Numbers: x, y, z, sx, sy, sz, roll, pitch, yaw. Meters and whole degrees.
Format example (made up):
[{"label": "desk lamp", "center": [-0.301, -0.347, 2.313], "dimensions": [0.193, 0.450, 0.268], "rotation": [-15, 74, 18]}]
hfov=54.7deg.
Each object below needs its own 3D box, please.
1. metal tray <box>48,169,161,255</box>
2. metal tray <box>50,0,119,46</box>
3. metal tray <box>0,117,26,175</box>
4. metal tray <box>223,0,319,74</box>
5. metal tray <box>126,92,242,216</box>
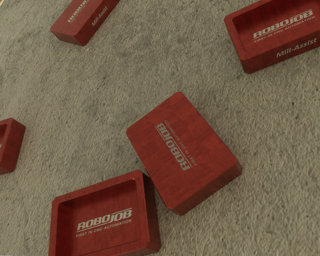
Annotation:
[{"label": "metal tray", "center": [-0.068, 0.112, 0.367], "dimensions": [0.130, 0.030, 0.090], "rotation": [-20, 54, 16]}, {"label": "metal tray", "center": [-0.149, -0.228, 0.619], "dimensions": [0.090, 0.030, 0.130], "rotation": [23, 74, 36]}, {"label": "metal tray", "center": [-0.300, 0.040, 0.533], "dimensions": [0.130, 0.030, 0.090], "rotation": [-14, 56, 20]}, {"label": "metal tray", "center": [0.158, -0.133, 0.399], "dimensions": [0.130, 0.030, 0.090], "rotation": [-21, 54, 15]}, {"label": "metal tray", "center": [0.023, 0.026, 0.373], "dimensions": [0.090, 0.030, 0.130], "rotation": [-36, 51, 3]}]
